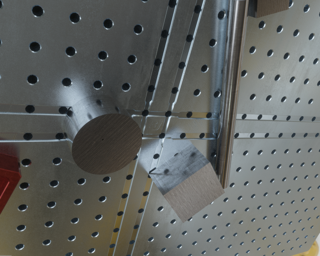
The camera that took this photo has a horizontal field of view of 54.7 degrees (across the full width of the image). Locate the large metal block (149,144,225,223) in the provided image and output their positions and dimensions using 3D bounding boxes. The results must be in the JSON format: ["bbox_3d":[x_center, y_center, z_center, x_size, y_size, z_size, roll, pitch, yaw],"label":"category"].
[{"bbox_3d":[0.042,0.085,0.473,0.080,0.050,0.080,-35,129,-6],"label":"large metal block"}]

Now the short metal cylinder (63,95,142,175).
[{"bbox_3d":[-0.068,0.008,0.364,0.081,0.050,0.079,-14,125,-21],"label":"short metal cylinder"}]

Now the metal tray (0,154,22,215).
[{"bbox_3d":[-0.223,0.082,0.336,0.090,0.030,0.129,24,105,-37],"label":"metal tray"}]

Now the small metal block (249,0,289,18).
[{"bbox_3d":[0.133,-0.169,0.381,0.050,0.025,0.050,-20,127,-17],"label":"small metal block"}]

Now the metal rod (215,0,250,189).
[{"bbox_3d":[0.099,-0.029,0.449,0.025,0.025,0.298,-16,125,-20],"label":"metal rod"}]
